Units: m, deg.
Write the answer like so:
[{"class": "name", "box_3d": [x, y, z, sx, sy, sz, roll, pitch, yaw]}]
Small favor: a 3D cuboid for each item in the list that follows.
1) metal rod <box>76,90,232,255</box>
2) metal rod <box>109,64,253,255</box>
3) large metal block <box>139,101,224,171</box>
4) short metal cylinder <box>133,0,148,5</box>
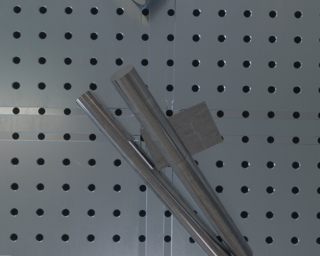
[{"class": "metal rod", "box_3d": [-0.004, 0.072, 0.413, 0.025, 0.025, 0.300, -40, 90, 0]}, {"class": "metal rod", "box_3d": [0.039, 0.060, 0.347, 0.025, 0.025, 0.299, -34, 118, 0]}, {"class": "large metal block", "box_3d": [0.024, 0.009, 0.386, 0.080, 0.080, 0.050, -25, 90, 0]}, {"class": "short metal cylinder", "box_3d": [-0.032, -0.203, 0.385, 0.080, 0.080, 0.050, 41, 90, 0]}]
